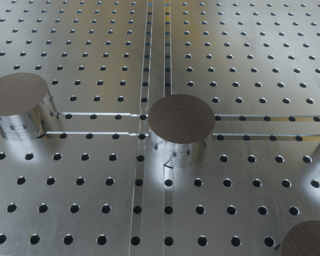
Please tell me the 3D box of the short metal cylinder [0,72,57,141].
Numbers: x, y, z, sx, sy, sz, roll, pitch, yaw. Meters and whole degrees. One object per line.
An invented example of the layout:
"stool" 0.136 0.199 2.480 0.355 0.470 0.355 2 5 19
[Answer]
"short metal cylinder" -0.185 -0.029 0.413 0.081 0.050 0.080 0 50 0

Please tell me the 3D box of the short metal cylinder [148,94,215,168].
"short metal cylinder" 0.026 0.003 0.389 0.081 0.050 0.080 0 50 0

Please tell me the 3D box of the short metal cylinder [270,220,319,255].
"short metal cylinder" 0.144 0.133 0.282 0.081 0.050 0.080 0 50 0

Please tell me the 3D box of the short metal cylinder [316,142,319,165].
"short metal cylinder" 0.240 0.026 0.373 0.081 0.050 0.080 0 50 0
